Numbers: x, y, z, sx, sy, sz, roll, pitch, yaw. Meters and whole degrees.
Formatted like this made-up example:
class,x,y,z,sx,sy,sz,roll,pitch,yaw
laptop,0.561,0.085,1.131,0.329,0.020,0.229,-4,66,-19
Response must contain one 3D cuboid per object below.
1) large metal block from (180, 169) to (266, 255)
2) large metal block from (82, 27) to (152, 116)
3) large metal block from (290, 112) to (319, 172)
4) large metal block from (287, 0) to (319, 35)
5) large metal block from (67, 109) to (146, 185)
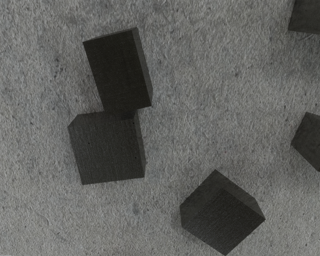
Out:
class,x,y,z,sx,sy,sz,roll,pitch,yaw
large metal block,0.086,0.120,0.441,0.080,0.050,0.080,37,106,-13
large metal block,-0.043,-0.068,0.355,0.050,0.080,0.080,-13,110,5
large metal block,0.228,0.025,0.391,0.080,0.080,0.050,16,109,-6
large metal block,0.200,-0.125,0.336,0.081,0.080,0.050,7,110,-3
large metal block,-0.065,0.022,0.404,0.080,0.050,0.079,-8,110,2
